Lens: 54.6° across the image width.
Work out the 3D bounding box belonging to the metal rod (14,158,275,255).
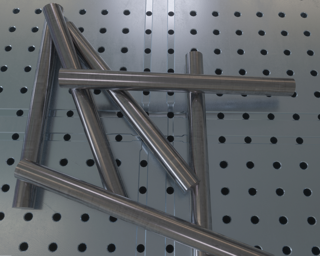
[{"bbox_3d":[-0.023,0.097,0.348,0.301,0.025,0.025,19,71,7],"label":"metal rod"}]

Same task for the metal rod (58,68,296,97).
[{"bbox_3d":[0.026,-0.059,0.403,0.302,0.025,0.025,1,70,-5],"label":"metal rod"}]

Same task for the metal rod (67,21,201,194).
[{"bbox_3d":[-0.051,-0.040,0.414,0.025,0.025,0.300,-35,70,-12],"label":"metal rod"}]

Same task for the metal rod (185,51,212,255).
[{"bbox_3d":[0.049,0.036,0.398,0.025,0.025,0.299,0,70,0],"label":"metal rod"}]

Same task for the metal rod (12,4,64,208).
[{"bbox_3d":[-0.163,-0.044,0.426,0.025,0.025,0.299,1,70,0],"label":"metal rod"}]

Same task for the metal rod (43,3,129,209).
[{"bbox_3d":[-0.101,-0.036,0.411,0.025,0.025,0.299,-20,76,-7],"label":"metal rod"}]
